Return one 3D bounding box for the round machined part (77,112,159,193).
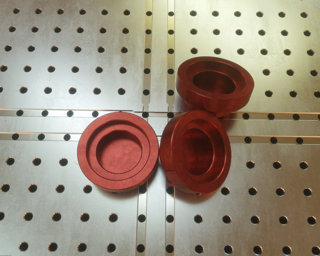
[{"bbox_3d":[-0.050,0.032,0.391,0.099,0.042,0.098,0,70,0],"label":"round machined part"}]

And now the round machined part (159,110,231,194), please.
[{"bbox_3d":[0.038,0.029,0.375,0.099,0.042,0.098,8,77,-37],"label":"round machined part"}]

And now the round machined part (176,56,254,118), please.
[{"bbox_3d":[0.069,-0.051,0.408,0.099,0.042,0.098,4,43,-4],"label":"round machined part"}]
